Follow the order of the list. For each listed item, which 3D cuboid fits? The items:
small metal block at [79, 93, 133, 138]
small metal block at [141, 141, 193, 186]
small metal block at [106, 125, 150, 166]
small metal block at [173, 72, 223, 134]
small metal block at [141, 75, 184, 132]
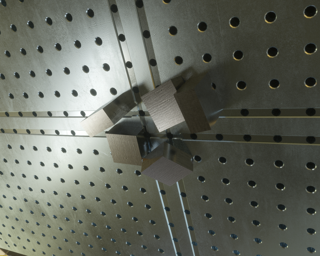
[{"bbox_3d":[-0.072,-0.017,0.421,0.050,0.050,0.025,-25,105,36],"label":"small metal block"},{"bbox_3d":[0.010,0.050,0.424,0.050,0.025,0.050,29,133,-23],"label":"small metal block"},{"bbox_3d":[-0.045,0.025,0.449,0.050,0.025,0.050,3,120,26],"label":"small metal block"},{"bbox_3d":[0.045,-0.029,0.352,0.025,0.050,0.050,-13,112,33],"label":"small metal block"},{"bbox_3d":[0.012,-0.029,0.380,0.050,0.025,0.050,-26,94,37],"label":"small metal block"}]
